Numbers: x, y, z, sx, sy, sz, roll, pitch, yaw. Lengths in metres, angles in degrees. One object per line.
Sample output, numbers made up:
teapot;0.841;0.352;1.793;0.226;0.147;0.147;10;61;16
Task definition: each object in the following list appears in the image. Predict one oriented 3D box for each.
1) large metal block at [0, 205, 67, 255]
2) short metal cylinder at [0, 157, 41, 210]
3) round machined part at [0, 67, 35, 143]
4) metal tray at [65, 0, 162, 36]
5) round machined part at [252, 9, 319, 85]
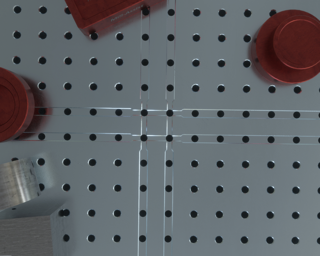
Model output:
large metal block;-0.170;0.149;0.400;0.080;0.050;0.080;-5;90;0
short metal cylinder;-0.196;0.071;0.384;0.080;0.080;0.050;-15;90;0
round machined part;-0.212;-0.029;0.403;0.099;0.042;0.097;0;90;0
metal tray;-0.063;-0.192;0.409;0.131;0.030;0.090;-26;90;0
round machined part;0.175;-0.107;0.406;0.099;0.042;0.097;0;90;0
